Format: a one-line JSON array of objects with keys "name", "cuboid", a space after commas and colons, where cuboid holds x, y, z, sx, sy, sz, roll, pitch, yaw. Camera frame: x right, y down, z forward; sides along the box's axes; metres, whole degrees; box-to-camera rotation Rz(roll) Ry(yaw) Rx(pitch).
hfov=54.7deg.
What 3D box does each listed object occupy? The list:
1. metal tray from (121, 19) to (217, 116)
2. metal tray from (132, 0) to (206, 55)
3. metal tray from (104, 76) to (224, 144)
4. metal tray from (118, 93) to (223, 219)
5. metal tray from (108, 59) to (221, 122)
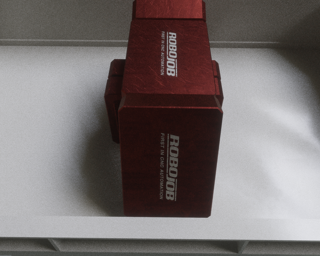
[{"name": "metal tray", "cuboid": [0.009, -0.072, 0.343, 0.091, 0.030, 0.130, 1, 50, 0]}, {"name": "metal tray", "cuboid": [0.011, -0.124, 0.438, 0.091, 0.130, 0.030, 1, 71, 0]}, {"name": "metal tray", "cuboid": [0.005, -0.019, 0.378, 0.131, 0.090, 0.030, 1, 50, 0]}, {"name": "metal tray", "cuboid": [0.009, 0.032, 0.306, 0.091, 0.129, 0.030, 1, 28, 0]}, {"name": "metal tray", "cuboid": [0.005, -0.043, 0.397, 0.131, 0.090, 0.030, 1, 50, 0]}]
